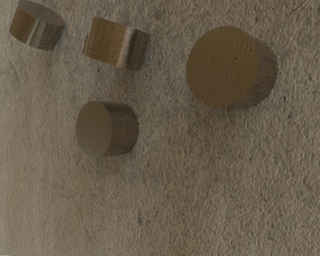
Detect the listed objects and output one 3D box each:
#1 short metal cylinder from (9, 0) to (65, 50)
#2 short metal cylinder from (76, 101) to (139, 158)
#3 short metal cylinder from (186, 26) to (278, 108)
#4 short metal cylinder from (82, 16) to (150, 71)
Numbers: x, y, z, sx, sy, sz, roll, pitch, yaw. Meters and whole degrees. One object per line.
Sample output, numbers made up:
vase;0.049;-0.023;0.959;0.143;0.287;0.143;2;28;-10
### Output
short metal cylinder;-0.218;-0.182;0.549;0.080;0.081;0.050;49;119;28
short metal cylinder;-0.078;0.002;0.453;0.080;0.050;0.080;0;90;40
short metal cylinder;0.075;-0.061;0.327;0.080;0.050;0.080;0;90;40
short metal cylinder;-0.058;-0.113;0.418;0.080;0.081;0.050;28;108;36
